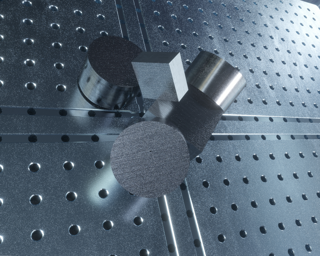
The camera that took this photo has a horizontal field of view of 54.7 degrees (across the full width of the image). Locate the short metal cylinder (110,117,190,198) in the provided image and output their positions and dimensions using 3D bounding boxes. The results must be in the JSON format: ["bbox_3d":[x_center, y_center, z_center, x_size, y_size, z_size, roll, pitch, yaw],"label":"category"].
[{"bbox_3d":[-0.009,0.029,0.338,0.080,0.050,0.079,0,97,1],"label":"short metal cylinder"}]

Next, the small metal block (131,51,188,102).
[{"bbox_3d":[0.001,-0.060,0.361,0.050,0.050,0.025,10,45,31],"label":"small metal block"}]

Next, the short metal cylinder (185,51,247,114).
[{"bbox_3d":[0.073,-0.063,0.437,0.080,0.080,0.050,37,90,-4],"label":"short metal cylinder"}]

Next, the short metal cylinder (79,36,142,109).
[{"bbox_3d":[-0.059,-0.071,0.400,0.081,0.050,0.080,14,56,-21],"label":"short metal cylinder"}]

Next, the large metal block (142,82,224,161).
[{"bbox_3d":[0.025,-0.010,0.404,0.080,0.050,0.080,38,51,-3],"label":"large metal block"}]
